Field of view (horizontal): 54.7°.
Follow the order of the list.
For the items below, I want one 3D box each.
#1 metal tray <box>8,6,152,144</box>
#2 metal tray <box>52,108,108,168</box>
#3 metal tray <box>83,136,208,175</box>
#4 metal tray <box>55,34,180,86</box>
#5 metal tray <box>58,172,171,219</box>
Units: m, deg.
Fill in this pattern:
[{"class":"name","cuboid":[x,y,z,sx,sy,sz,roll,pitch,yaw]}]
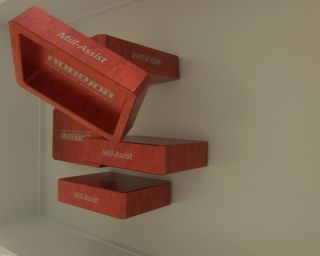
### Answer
[{"class":"metal tray","cuboid":[-0.081,-0.047,0.306,0.130,0.030,0.089,31,143,2]},{"class":"metal tray","cuboid":[-0.126,0.012,0.504,0.130,0.030,0.089,3,92,39]},{"class":"metal tray","cuboid":[-0.019,0.029,0.378,0.130,0.091,0.030,3,93,39]},{"class":"metal tray","cuboid":[-0.049,-0.075,0.377,0.090,0.131,0.030,-5,87,39]},{"class":"metal tray","cuboid":[-0.062,0.085,0.413,0.130,0.091,0.030,1,91,39]}]
